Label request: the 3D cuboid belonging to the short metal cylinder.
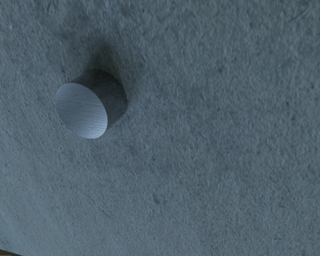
[{"bbox_3d":[-0.091,-0.033,0.417,0.080,0.050,0.079,13,124,20],"label":"short metal cylinder"}]
